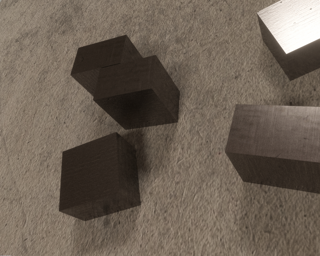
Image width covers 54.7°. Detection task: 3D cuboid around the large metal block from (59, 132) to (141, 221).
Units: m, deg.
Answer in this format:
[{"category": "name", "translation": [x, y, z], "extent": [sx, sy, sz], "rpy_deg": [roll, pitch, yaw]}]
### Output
[{"category": "large metal block", "translation": [-0.075, 0.062, 0.387], "extent": [0.080, 0.050, 0.080], "rpy_deg": [-20, 54, 16]}]

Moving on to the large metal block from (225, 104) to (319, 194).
[{"category": "large metal block", "translation": [0.116, 0.021, 0.295], "extent": [0.080, 0.080, 0.050], "rpy_deg": [5, 64, 30]}]

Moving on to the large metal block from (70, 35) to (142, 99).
[{"category": "large metal block", "translation": [-0.068, -0.081, 0.452], "extent": [0.080, 0.080, 0.050], "rpy_deg": [-8, 59, 24]}]

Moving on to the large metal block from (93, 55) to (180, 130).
[{"category": "large metal block", "translation": [-0.027, -0.043, 0.407], "extent": [0.080, 0.080, 0.050], "rpy_deg": [-8, 58, 23]}]

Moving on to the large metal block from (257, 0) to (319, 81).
[{"category": "large metal block", "translation": [0.173, -0.115, 0.368], "extent": [0.080, 0.050, 0.080], "rpy_deg": [-25, 53, 12]}]
